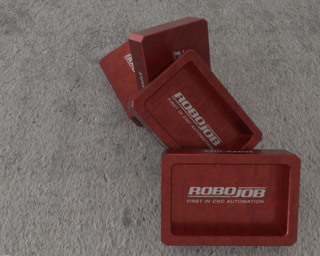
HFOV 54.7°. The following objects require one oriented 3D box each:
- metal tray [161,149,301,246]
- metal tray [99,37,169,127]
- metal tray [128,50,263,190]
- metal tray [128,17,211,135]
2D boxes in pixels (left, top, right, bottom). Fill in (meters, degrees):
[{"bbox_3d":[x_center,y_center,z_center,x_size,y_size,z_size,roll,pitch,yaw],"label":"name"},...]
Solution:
[{"bbox_3d":[0.066,0.067,0.307,0.131,0.089,0.030,0,6,0],"label":"metal tray"},{"bbox_3d":[-0.024,-0.075,0.441,0.090,0.030,0.130,-34,54,3],"label":"metal tray"},{"bbox_3d":[0.040,-0.008,0.342,0.090,0.030,0.130,-44,101,-11],"label":"metal tray"},{"bbox_3d":[0.019,-0.060,0.380,0.091,0.129,0.030,-25,33,-24],"label":"metal tray"}]
